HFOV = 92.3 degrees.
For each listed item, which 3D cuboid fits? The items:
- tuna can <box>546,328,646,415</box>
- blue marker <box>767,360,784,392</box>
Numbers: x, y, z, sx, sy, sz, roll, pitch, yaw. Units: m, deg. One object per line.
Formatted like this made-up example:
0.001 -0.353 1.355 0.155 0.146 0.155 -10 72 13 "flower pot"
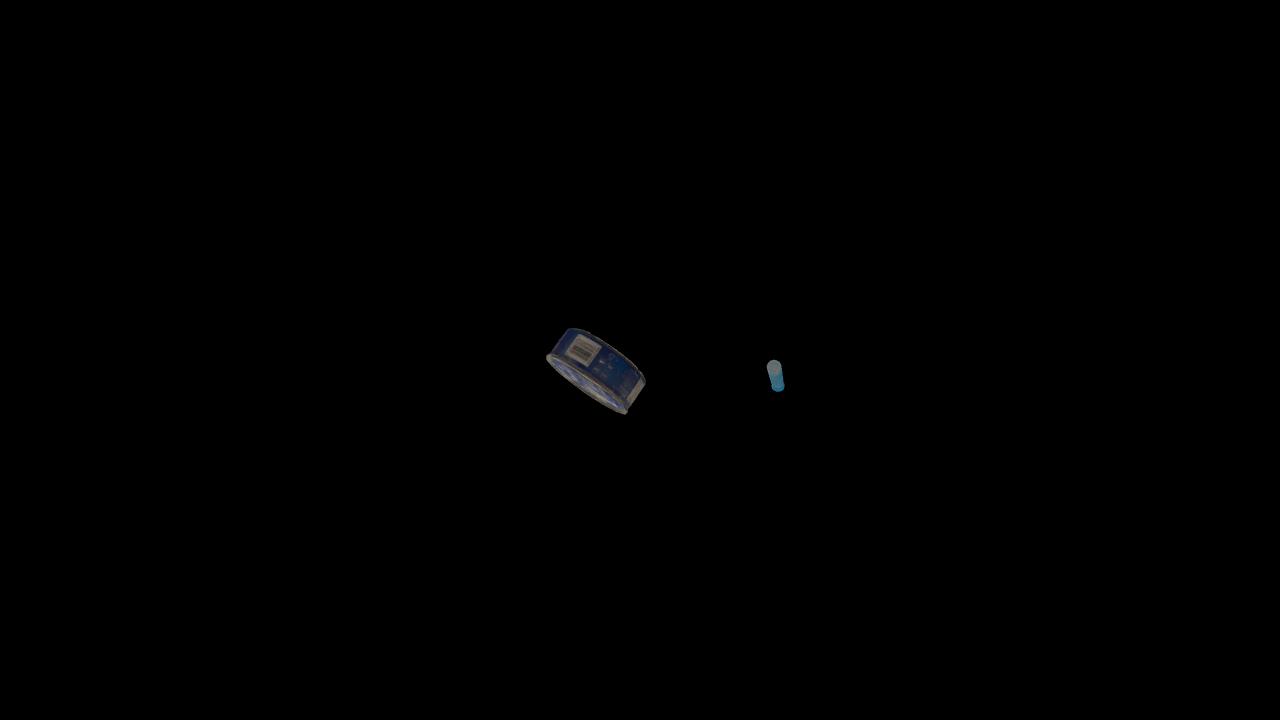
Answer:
-0.037 0.009 0.527 0.084 0.034 0.084 32 -13 8 "tuna can"
0.189 0.024 0.853 0.020 0.020 0.121 0 -15 15 "blue marker"
